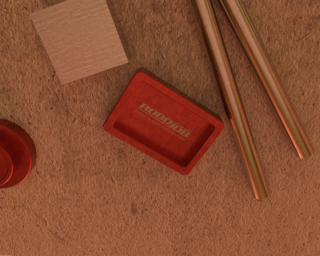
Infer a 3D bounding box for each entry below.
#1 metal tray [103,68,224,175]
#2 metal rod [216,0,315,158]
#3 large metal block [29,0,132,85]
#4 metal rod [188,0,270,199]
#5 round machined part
[{"bbox_3d":[0.005,-0.007,0.404,0.130,0.030,0.090,31,107,-11],"label":"metal tray"},{"bbox_3d":[0.121,-0.085,0.380,0.025,0.025,0.299,-30,108,10],"label":"metal rod"},{"bbox_3d":[-0.086,-0.105,0.357,0.080,0.050,0.080,-18,109,6],"label":"large metal block"},{"bbox_3d":[0.092,-0.036,0.397,0.025,0.025,0.299,-20,109,7],"label":"metal rod"},{"bbox_3d":[-0.222,0.039,0.412,0.099,0.042,0.097,0,110,-1],"label":"round machined part"}]
